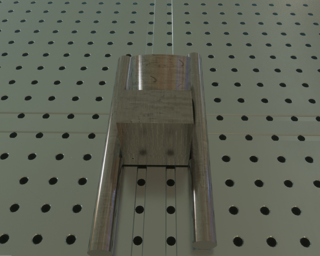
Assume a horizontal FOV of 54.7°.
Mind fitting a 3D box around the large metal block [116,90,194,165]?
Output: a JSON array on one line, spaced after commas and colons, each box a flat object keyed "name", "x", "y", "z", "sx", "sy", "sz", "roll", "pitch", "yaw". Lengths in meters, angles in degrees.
[{"name": "large metal block", "x": -0.005, "y": 0.001, "z": 0.368, "sx": 0.081, "sy": 0.080, "sz": 0.050, "roll": 1, "pitch": 50, "yaw": 0}]

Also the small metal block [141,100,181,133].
[{"name": "small metal block", "x": 0.001, "y": -0.017, "z": 0.405, "sx": 0.050, "sy": 0.050, "sz": 0.025, "roll": 1, "pitch": 50, "yaw": 0}]

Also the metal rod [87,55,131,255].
[{"name": "metal rod", "x": -0.057, "y": 0.008, "z": 0.400, "sx": 0.025, "sy": 0.025, "sz": 0.300, "roll": 1, "pitch": 50, "yaw": 0}]

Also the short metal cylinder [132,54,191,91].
[{"name": "short metal cylinder", "x": 0.002, "y": -0.070, "z": 0.422, "sx": 0.081, "sy": 0.050, "sz": 0.080, "roll": 1, "pitch": 6, "yaw": 0}]

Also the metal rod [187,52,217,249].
[{"name": "metal rod", "x": 0.050, "y": 0.002, "z": 0.406, "sx": 0.025, "sy": 0.025, "sz": 0.300, "roll": 2, "pitch": 50, "yaw": 1}]
